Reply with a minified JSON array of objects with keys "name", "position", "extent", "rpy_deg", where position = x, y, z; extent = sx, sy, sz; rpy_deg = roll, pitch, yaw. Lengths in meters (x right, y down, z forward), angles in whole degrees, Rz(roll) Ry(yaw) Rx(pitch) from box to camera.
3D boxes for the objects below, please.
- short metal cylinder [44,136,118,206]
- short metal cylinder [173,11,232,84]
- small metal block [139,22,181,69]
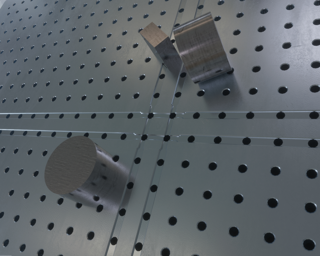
[{"name":"short metal cylinder","position":[-0.104,0.057,0.412],"extent":[0.080,0.050,0.080],"rpy_deg":[-13,56,21]},{"name":"short metal cylinder","position":[0.057,-0.104,0.407],"extent":[0.050,0.080,0.080],"rpy_deg":[-20,54,16]},{"name":"small metal block","position":[0.001,-0.124,0.468],"extent":[0.025,0.050,0.050],"rpy_deg":[-39,51,2]}]
